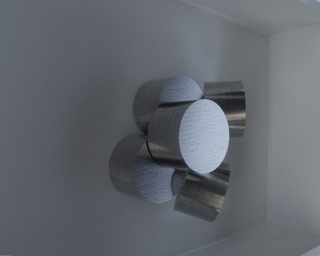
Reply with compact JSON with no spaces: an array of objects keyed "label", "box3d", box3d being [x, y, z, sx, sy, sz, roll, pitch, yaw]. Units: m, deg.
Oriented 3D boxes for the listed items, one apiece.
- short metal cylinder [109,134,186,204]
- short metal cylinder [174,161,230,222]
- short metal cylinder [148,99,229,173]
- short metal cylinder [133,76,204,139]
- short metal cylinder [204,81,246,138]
[{"label":"short metal cylinder","box3d":[-0.014,0.048,0.379,0.081,0.050,0.079,0,90,-40]},{"label":"short metal cylinder","box3d":[0.054,0.077,0.408,0.050,0.080,0.080,18,75,3]},{"label":"short metal cylinder","box3d":[0.033,0.009,0.351,0.081,0.050,0.079,0,90,-40]},{"label":"short metal cylinder","box3d":[0.013,-0.025,0.401,0.081,0.050,0.079,0,90,-40]},{"label":"short metal cylinder","box3d":[0.089,-0.026,0.438,0.080,0.050,0.079,-3,92,-84]}]
